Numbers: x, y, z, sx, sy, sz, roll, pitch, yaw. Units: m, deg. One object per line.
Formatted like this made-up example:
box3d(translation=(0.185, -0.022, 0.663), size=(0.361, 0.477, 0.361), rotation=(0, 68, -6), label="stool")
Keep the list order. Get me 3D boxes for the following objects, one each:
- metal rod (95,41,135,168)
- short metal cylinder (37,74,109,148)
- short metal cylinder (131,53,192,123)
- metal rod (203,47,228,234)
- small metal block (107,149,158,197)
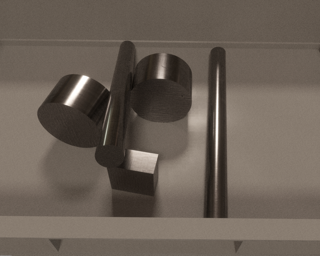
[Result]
box3d(translation=(-0.049, -0.055, 0.392), size=(0.025, 0.025, 0.300), rotation=(-1, 32, -2), label="metal rod")
box3d(translation=(-0.101, -0.020, 0.385), size=(0.080, 0.080, 0.050), rotation=(12, 51, 9), label="short metal cylinder")
box3d(translation=(0.002, -0.052, 0.413), size=(0.080, 0.080, 0.050), rotation=(4, 50, 2), label="short metal cylinder")
box3d(translation=(0.076, -0.009, 0.413), size=(0.025, 0.025, 0.300), rotation=(6, 50, 4), label="metal rod")
box3d(translation=(-0.029, 0.050, 0.347), size=(0.050, 0.050, 0.025), rotation=(9, 51, 7), label="small metal block")
